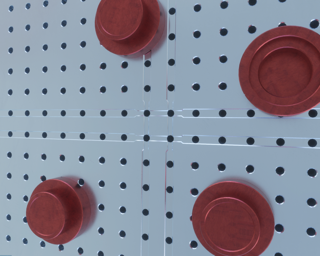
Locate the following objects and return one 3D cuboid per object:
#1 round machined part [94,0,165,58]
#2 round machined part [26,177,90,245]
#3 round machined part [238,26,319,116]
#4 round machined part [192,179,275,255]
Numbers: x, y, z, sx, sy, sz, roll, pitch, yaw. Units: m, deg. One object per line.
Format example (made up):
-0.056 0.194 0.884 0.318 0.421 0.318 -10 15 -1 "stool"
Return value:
-0.047 -0.148 0.421 0.098 0.042 0.097 0 90 20 "round machined part"
-0.157 0.125 0.460 0.098 0.042 0.097 0 90 20 "round machined part"
0.142 -0.062 0.353 0.098 0.042 0.097 0 90 20 "round machined part"
0.086 0.113 0.373 0.098 0.042 0.097 0 90 20 "round machined part"
